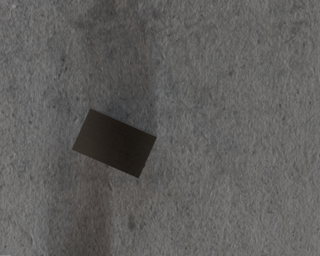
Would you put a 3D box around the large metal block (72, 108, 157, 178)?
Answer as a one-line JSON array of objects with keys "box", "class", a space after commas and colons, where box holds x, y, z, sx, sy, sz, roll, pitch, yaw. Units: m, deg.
[{"box": [-0.051, 0.017, 0.382, 0.080, 0.080, 0.050, 24, 90, -1], "class": "large metal block"}]
